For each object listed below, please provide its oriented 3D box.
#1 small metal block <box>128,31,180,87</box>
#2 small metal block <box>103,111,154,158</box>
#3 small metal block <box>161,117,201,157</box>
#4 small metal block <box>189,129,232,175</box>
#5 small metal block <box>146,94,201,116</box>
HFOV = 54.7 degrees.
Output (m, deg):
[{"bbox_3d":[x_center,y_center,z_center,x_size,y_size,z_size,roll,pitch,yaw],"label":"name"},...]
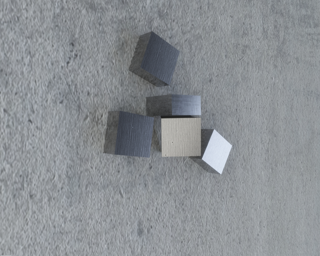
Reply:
[{"bbox_3d":[-0.007,-0.087,0.399,0.050,0.025,0.050,26,74,-37],"label":"small metal block"},{"bbox_3d":[-0.037,0.008,0.373,0.050,0.025,0.050,10,84,-40],"label":"small metal block"},{"bbox_3d":[0.027,0.010,0.407,0.050,0.025,0.050,-1,99,-2],"label":"small metal block"},{"bbox_3d":[0.078,0.036,0.470,0.050,0.025,0.050,39,66,-33],"label":"small metal block"},{"bbox_3d":[0.017,-0.028,0.402,0.050,0.050,0.025,-2,92,-40],"label":"small metal block"}]
